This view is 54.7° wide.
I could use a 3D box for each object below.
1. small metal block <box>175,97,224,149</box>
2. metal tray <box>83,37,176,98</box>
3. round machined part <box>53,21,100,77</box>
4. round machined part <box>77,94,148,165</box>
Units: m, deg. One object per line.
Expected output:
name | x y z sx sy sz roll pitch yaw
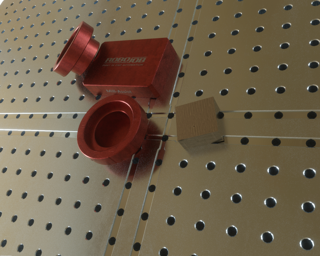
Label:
small metal block | 0.048 -0.006 0.386 0.050 0.025 0.050 -14 56 19
metal tray | -0.049 -0.095 0.487 0.130 0.030 0.090 6 64 30
round machined part | -0.139 -0.129 0.530 0.098 0.042 0.098 -41 31 33
round machined part | -0.060 0.006 0.424 0.098 0.042 0.098 -13 56 20
